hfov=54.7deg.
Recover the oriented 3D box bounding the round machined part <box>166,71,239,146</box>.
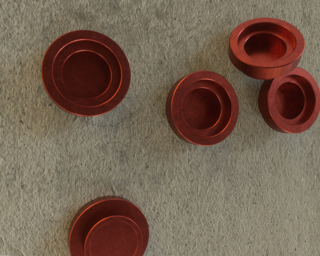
[{"bbox_3d":[0.053,-0.026,0.419,0.099,0.042,0.097,0,90,-20],"label":"round machined part"}]

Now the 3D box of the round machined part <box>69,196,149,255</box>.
[{"bbox_3d":[-0.060,0.136,0.378,0.099,0.042,0.097,0,90,-20],"label":"round machined part"}]

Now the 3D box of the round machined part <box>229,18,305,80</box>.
[{"bbox_3d":[0.146,-0.106,0.436,0.099,0.042,0.098,-4,57,6],"label":"round machined part"}]

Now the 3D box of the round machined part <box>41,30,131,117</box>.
[{"bbox_3d":[-0.088,-0.062,0.367,0.099,0.042,0.097,0,90,-20],"label":"round machined part"}]

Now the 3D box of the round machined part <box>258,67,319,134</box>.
[{"bbox_3d":[0.190,-0.041,0.470,0.099,0.042,0.097,0,90,-20],"label":"round machined part"}]
